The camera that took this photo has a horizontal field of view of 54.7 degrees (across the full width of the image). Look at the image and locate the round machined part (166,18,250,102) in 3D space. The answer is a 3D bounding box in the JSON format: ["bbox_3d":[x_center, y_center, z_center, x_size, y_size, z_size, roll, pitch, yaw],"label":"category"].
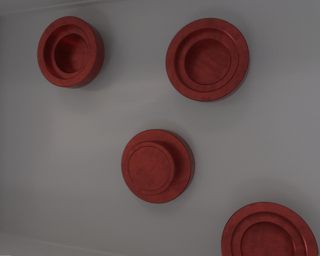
[{"bbox_3d":[0.060,-0.080,0.380,0.098,0.042,0.097,0,90,20],"label":"round machined part"}]

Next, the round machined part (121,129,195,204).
[{"bbox_3d":[-0.007,0.050,0.404,0.098,0.042,0.097,0,90,20],"label":"round machined part"}]

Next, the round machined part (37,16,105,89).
[{"bbox_3d":[-0.122,-0.105,0.445,0.098,0.042,0.097,0,90,20],"label":"round machined part"}]

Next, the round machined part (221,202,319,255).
[{"bbox_3d":[0.120,0.135,0.347,0.098,0.042,0.098,-5,67,13],"label":"round machined part"}]
